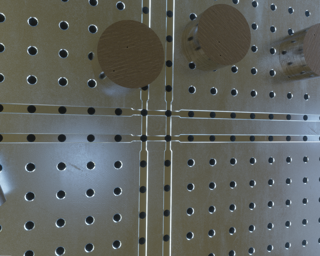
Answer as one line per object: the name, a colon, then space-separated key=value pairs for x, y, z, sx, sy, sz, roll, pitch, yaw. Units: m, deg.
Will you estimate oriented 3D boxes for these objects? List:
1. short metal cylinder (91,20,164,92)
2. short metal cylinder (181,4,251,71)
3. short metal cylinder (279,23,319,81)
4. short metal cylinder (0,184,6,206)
short metal cylinder: x=-0.041 y=-0.086 z=0.384 sx=0.081 sy=0.050 sz=0.079 roll=0 pitch=90 yaw=-20
short metal cylinder: x=0.076 y=-0.122 z=0.427 sx=0.081 sy=0.050 sz=0.079 roll=0 pitch=90 yaw=-20
short metal cylinder: x=0.237 y=-0.117 z=0.486 sx=0.081 sy=0.050 sz=0.079 roll=0 pitch=90 yaw=-20
short metal cylinder: x=-0.205 y=0.066 z=0.308 sx=0.081 sy=0.080 sz=0.050 roll=-21 pitch=97 yaw=-19
